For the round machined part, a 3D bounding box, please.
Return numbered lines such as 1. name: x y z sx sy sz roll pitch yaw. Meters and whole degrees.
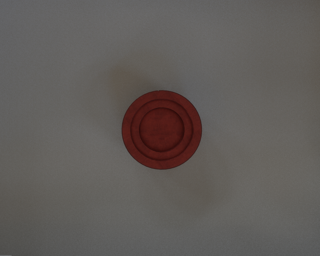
1. round machined part: 0.002 0.002 0.399 0.099 0.042 0.097 0 90 -1
